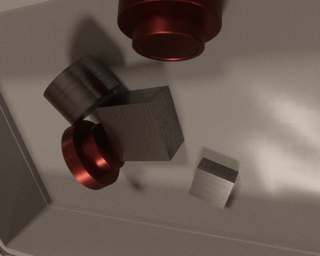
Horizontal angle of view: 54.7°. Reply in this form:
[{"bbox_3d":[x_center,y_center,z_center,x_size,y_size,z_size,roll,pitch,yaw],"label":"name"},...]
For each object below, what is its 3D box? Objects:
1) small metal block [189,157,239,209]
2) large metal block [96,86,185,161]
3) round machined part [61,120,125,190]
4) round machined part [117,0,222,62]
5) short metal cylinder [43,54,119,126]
[{"bbox_3d":[0.071,0.074,0.416,0.050,0.025,0.050,22,127,14],"label":"small metal block"},{"bbox_3d":[-0.023,-0.004,0.401,0.080,0.050,0.080,-4,117,29],"label":"large metal block"},{"bbox_3d":[-0.085,0.032,0.428,0.042,0.098,0.098,-27,105,18],"label":"round machined part"},{"bbox_3d":[0.009,-0.095,0.295,0.098,0.098,0.042,-2,80,29],"label":"round machined part"},{"bbox_3d":[-0.098,-0.047,0.394,0.050,0.080,0.080,48,129,-5],"label":"short metal cylinder"}]
